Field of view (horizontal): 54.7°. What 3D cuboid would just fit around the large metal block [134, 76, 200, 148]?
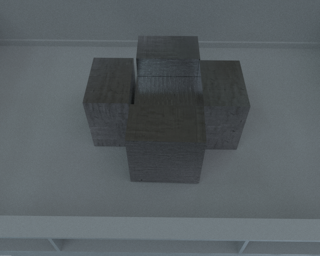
[{"bbox_3d":[0.009,-0.022,0.404,0.080,0.050,0.080,1,50,0],"label":"large metal block"}]

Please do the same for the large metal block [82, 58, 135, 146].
[{"bbox_3d":[-0.059,-0.032,0.395,0.050,0.080,0.080,1,50,1],"label":"large metal block"}]

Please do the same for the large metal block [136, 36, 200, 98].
[{"bbox_3d":[0.011,-0.081,0.435,0.080,0.080,0.050,1,50,0],"label":"large metal block"}]

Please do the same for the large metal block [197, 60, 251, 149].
[{"bbox_3d":[0.074,-0.029,0.393,0.050,0.080,0.080,1,50,1],"label":"large metal block"}]

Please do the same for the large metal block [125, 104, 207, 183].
[{"bbox_3d":[0.006,0.020,0.351,0.080,0.080,0.050,1,50,1],"label":"large metal block"}]
